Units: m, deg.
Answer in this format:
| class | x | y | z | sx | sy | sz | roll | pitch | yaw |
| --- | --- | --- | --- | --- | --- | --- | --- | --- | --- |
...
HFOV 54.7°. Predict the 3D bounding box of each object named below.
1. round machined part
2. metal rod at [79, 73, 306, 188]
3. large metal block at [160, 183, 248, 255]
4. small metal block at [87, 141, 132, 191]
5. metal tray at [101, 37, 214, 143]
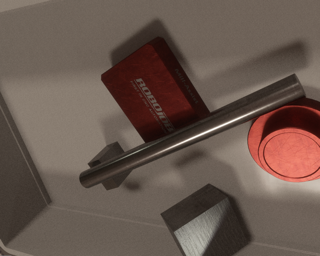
| class | x | y | z | sx | sy | sz | roll | pitch | yaw |
| --- | --- | --- | --- | --- | --- | --- | --- | --- | --- |
| round machined part | 0.144 | 0.019 | 0.333 | 0.098 | 0.042 | 0.097 | 13 | 124 | 20 |
| metal rod | 0.014 | 0.016 | 0.364 | 0.300 | 0.025 | 0.025 | -26 | 105 | 29 |
| large metal block | 0.059 | 0.136 | 0.417 | 0.080 | 0.080 | 0.050 | 64 | 167 | -18 |
| small metal block | -0.072 | 0.056 | 0.463 | 0.025 | 0.050 | 0.050 | -22 | 107 | 36 |
| metal tray | -0.002 | -0.034 | 0.385 | 0.090 | 0.030 | 0.130 | -25 | 105 | 36 |
